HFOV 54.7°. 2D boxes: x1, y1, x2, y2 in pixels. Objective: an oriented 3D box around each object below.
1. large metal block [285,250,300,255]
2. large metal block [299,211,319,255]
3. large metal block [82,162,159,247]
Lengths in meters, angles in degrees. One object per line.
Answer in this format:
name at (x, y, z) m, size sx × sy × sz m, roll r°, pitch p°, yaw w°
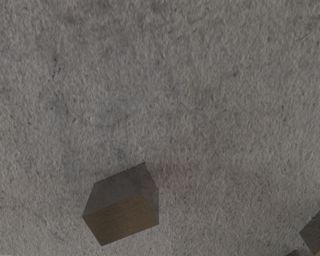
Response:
large metal block at (0.213, 0.257, 0.494) m, size 0.080 × 0.050 × 0.080 m, roll -37°, pitch 106°, yaw 12°
large metal block at (0.274, 0.162, 0.460) m, size 0.080 × 0.050 × 0.080 m, roll 30°, pitch 107°, yaw -11°
large metal block at (-0.048, 0.100, 0.417) m, size 0.080 × 0.080 × 0.050 m, roll -23°, pitch 109°, yaw 8°
